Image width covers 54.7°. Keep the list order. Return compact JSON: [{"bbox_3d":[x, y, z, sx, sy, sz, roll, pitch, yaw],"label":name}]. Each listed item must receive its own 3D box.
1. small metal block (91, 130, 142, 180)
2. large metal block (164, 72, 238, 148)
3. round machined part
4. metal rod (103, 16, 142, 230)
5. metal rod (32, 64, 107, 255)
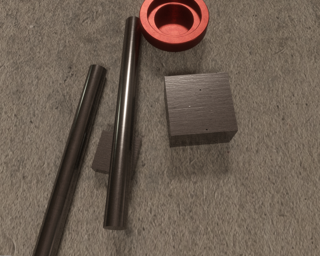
[{"bbox_3d":[-0.054,0.035,0.395,0.050,0.025,0.050,12,70,4],"label":"small metal block"},{"bbox_3d":[0.049,-0.023,0.404,0.081,0.050,0.080,-5,70,-2],"label":"large metal block"},{"bbox_3d":[0.020,-0.153,0.455,0.099,0.042,0.098,0,70,-1],"label":"round machined part"},{"bbox_3d":[-0.043,-0.027,0.395,0.025,0.025,0.299,2,62,0],"label":"metal rod"},{"bbox_3d":[-0.114,0.055,0.386,0.025,0.025,0.299,10,70,3],"label":"metal rod"}]
